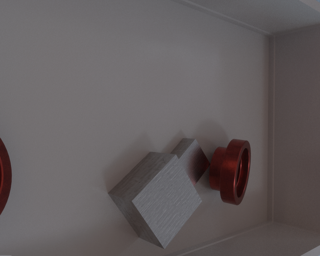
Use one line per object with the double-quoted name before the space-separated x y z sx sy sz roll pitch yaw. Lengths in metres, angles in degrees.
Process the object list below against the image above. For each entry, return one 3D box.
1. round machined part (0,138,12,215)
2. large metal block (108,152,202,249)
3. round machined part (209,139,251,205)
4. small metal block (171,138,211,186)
"round machined part" -0.167 0.039 0.237 0.098 0.042 0.097 -9 90 -74
"large metal block" -0.004 0.087 0.389 0.080 0.050 0.080 -44 117 -31
"round machined part" 0.106 0.065 0.473 0.099 0.042 0.097 -24 118 -59
"small metal block" 0.039 0.050 0.442 0.050 0.025 0.050 -47 118 -30
